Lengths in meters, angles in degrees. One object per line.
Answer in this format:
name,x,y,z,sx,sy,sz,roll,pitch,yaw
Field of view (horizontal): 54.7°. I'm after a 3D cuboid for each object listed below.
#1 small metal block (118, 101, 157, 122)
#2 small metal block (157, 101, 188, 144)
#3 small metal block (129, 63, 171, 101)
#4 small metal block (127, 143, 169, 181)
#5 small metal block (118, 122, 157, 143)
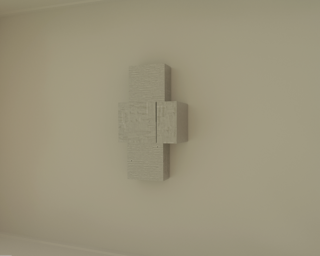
small metal block,-0.020,-0.020,0.402,0.050,0.050,0.025,0,90,20
small metal block,0.016,-0.007,0.390,0.025,0.050,0.050,0,90,20
small metal block,-0.013,-0.057,0.413,0.050,0.025,0.050,0,90,20
small metal block,-0.015,0.043,0.414,0.050,0.025,0.050,0,90,20
small metal block,-0.020,0.005,0.402,0.050,0.050,0.025,0,90,20
